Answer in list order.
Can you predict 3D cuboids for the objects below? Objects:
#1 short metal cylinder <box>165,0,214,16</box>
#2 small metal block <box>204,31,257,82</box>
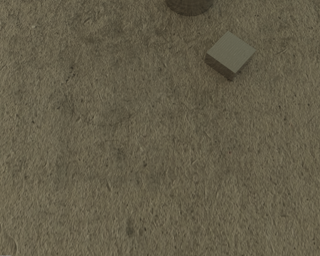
[{"bbox_3d":[0.047,-0.221,0.476,0.081,0.050,0.080,0,70,0],"label":"short metal cylinder"},{"bbox_3d":[0.101,-0.104,0.447,0.050,0.025,0.050,40,75,13],"label":"small metal block"}]
